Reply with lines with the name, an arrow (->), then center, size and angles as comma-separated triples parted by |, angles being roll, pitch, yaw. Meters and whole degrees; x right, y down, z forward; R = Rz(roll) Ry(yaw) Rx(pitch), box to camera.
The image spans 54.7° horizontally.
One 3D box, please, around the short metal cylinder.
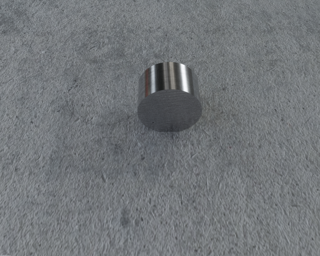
short metal cylinder -> 0.012, -0.038, 0.402 | 0.081, 0.080, 0.050 | -1, 50, -1
